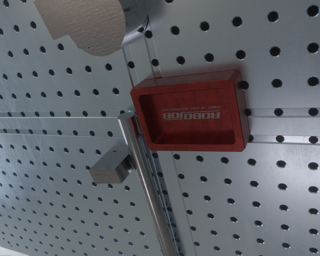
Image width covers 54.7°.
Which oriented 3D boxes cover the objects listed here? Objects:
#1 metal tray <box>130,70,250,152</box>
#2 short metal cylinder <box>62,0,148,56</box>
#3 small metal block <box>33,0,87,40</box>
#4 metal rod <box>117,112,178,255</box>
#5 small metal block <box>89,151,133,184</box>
[{"bbox_3d":[0.036,-0.017,0.378,0.130,0.030,0.089,-2,118,29],"label":"metal tray"},{"bbox_3d":[-0.061,-0.127,0.349,0.080,0.050,0.079,13,124,21],"label":"short metal cylinder"},{"bbox_3d":[-0.121,-0.144,0.386,0.050,0.025,0.050,-11,113,32],"label":"small metal block"},{"bbox_3d":[-0.011,0.114,0.487,0.025,0.025,0.298,-1,118,29],"label":"metal rod"},{"bbox_3d":[-0.070,0.059,0.468,0.050,0.050,0.025,-7,115,31],"label":"small metal block"}]
